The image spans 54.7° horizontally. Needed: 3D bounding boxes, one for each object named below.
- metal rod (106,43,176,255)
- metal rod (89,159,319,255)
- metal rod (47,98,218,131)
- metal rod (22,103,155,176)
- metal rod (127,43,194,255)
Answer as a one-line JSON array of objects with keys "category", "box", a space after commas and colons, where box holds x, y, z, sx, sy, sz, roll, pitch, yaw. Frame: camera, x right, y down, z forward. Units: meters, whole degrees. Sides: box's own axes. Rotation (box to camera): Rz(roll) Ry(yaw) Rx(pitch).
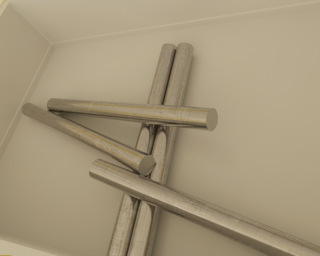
[{"category": "metal rod", "box": [-0.016, 0.013, 0.401, 0.025, 0.025, 0.300, -1, 61, 27]}, {"category": "metal rod", "box": [0.051, 0.087, 0.301, 0.300, 0.025, 0.025, 17, 70, 28]}, {"category": "metal rod", "box": [-0.061, -0.023, 0.423, 0.300, 0.025, 0.025, 7, 65, 38]}, {"category": "metal rod", "box": [-0.123, 0.005, 0.447, 0.300, 0.025, 0.025, 19, 72, 40]}, {"category": "metal rod", "box": [0.006, 0.015, 0.388, 0.025, 0.025, 0.300, -1, 61, 27]}]
